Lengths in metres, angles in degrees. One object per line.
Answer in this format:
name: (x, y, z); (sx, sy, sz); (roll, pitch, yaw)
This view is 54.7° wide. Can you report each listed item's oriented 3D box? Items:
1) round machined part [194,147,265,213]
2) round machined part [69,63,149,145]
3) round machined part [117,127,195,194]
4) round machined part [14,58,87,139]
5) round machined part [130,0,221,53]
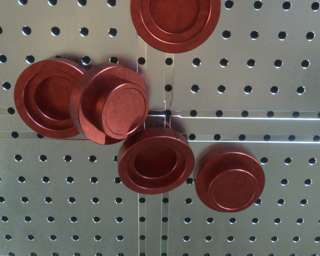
round machined part: (0.099, 0.079, 0.435); (0.099, 0.042, 0.097); (0, 110, -1)
round machined part: (-0.052, -0.025, 0.366); (0.099, 0.042, 0.097); (-23, 124, -37)
round machined part: (-0.007, 0.038, 0.409); (0.099, 0.042, 0.097); (-6, 125, -8)
round machined part: (-0.124, -0.039, 0.388); (0.099, 0.042, 0.097); (0, 110, -1)
round machined part: (0.017, -0.137, 0.354); (0.099, 0.042, 0.097); (0, 110, -1)
